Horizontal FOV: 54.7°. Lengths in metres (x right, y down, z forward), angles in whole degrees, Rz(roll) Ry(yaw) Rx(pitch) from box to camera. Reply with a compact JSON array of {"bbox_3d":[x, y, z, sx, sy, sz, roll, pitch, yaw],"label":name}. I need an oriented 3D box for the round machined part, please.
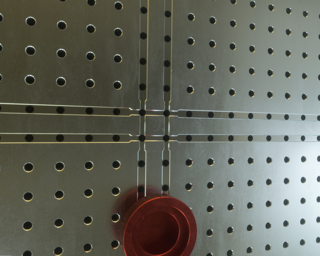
[{"bbox_3d":[-0.005,0.134,0.403,0.099,0.042,0.097,0,90,-21],"label":"round machined part"}]
